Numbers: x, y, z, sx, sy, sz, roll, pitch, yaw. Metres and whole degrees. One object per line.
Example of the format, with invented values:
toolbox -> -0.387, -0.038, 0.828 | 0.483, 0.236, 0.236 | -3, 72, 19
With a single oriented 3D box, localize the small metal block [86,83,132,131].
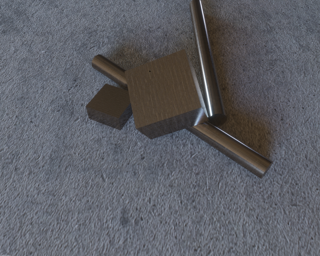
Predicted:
small metal block -> -0.065, -0.030, 0.428 | 0.050, 0.025, 0.050 | 20, 53, 15

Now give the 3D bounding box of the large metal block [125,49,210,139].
large metal block -> 0.009, -0.040, 0.390 | 0.080, 0.050, 0.080 | -18, 68, 13

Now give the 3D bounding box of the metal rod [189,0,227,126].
metal rod -> 0.073, -0.126, 0.509 | 0.025, 0.025, 0.300 | -1, 50, -1

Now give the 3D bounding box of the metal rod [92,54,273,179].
metal rod -> 0.014, -0.028, 0.426 | 0.300, 0.025, 0.025 | 35, 58, 25
